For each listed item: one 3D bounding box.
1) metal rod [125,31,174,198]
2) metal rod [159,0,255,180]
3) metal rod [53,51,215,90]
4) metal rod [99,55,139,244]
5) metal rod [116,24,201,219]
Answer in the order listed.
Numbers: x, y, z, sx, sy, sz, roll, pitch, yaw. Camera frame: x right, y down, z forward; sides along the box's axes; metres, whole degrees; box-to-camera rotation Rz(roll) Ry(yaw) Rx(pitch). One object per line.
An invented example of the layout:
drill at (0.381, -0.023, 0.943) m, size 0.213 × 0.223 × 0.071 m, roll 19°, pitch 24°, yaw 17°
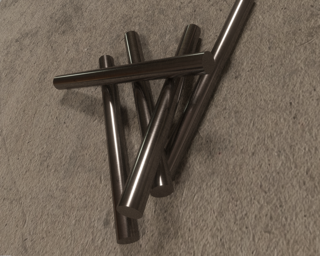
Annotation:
metal rod at (-0.023, -0.043, 0.422) m, size 0.025 × 0.025 × 0.300 m, roll -24°, pitch 47°, yaw 13°
metal rod at (0.066, -0.069, 0.410) m, size 0.025 × 0.025 × 0.300 m, roll 14°, pitch 69°, yaw 33°
metal rod at (-0.060, -0.074, 0.434) m, size 0.300 × 0.025 × 0.025 m, roll 2°, pitch 62°, yaw 41°
metal rod at (-0.063, 0.006, 0.431) m, size 0.025 × 0.025 × 0.299 m, roll -23°, pitch 53°, yaw 14°
metal rod at (0.011, -0.035, 0.375) m, size 0.025 × 0.025 × 0.300 m, roll -3°, pitch 47°, yaw 26°
